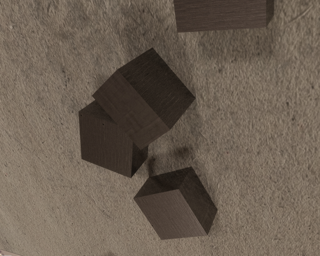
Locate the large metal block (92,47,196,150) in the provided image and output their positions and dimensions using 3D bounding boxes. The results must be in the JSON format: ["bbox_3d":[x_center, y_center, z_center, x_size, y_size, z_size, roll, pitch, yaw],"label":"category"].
[{"bbox_3d":[-0.015,-0.036,0.356,0.080,0.080,0.050,49,128,-7],"label":"large metal block"}]

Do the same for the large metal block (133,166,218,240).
[{"bbox_3d":[0.023,0.110,0.445,0.080,0.050,0.080,-20,108,35],"label":"large metal block"}]

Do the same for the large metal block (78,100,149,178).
[{"bbox_3d":[-0.062,0.012,0.429,0.080,0.050,0.079,18,126,17],"label":"large metal block"}]

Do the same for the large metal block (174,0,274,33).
[{"bbox_3d":[0.057,-0.134,0.277,0.080,0.050,0.079,5,121,25],"label":"large metal block"}]
